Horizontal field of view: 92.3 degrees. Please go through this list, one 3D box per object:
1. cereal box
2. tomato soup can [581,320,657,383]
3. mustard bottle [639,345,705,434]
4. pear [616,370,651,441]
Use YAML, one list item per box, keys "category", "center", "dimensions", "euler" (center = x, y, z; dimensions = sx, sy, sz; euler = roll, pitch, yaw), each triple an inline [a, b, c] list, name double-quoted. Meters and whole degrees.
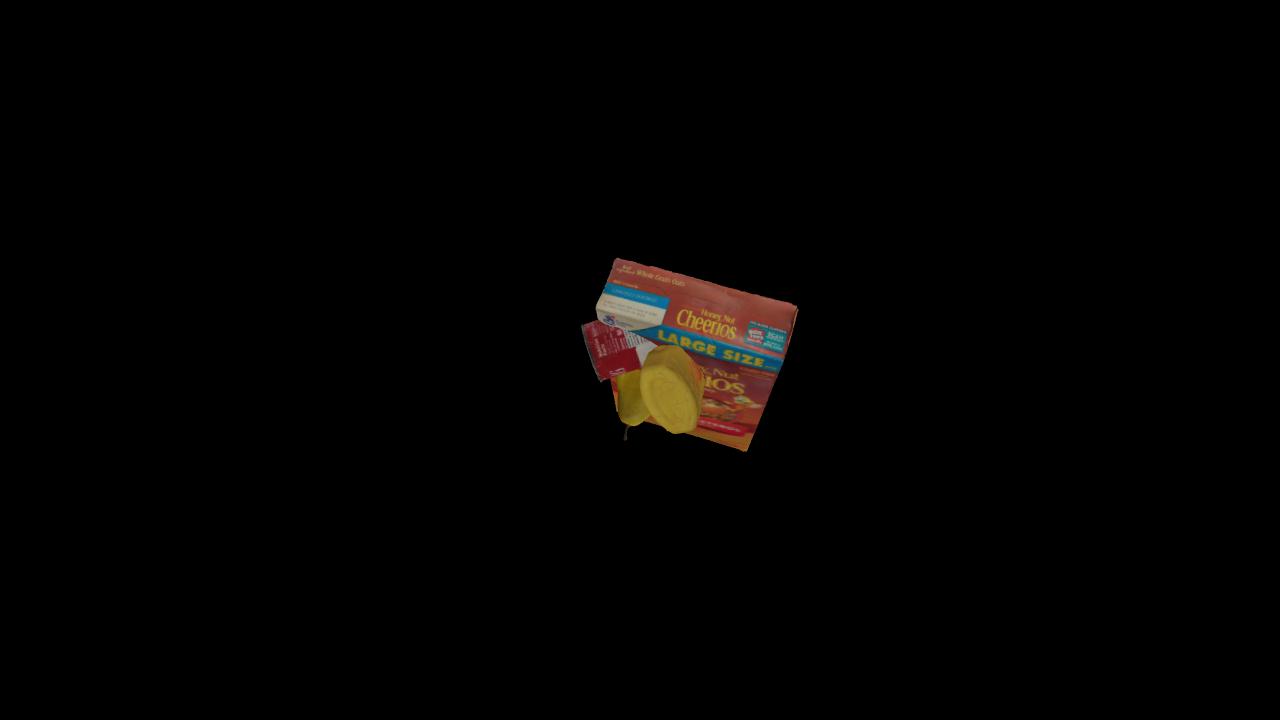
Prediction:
- category: "cereal box"
  center: [0.062, 0.010, 0.762]
  dimensions: [0.203, 0.081, 0.306]
  euler: [16, -23, 9]
- category: "tomato soup can"
  center: [-0.007, -0.023, 0.680]
  dimensions: [0.101, 0.068, 0.068]
  euler: [-19, 0, 0]
- category: "mustard bottle"
  center: [0.047, -0.008, 0.695]
  dimensions: [0.054, 0.092, 0.184]
  euler: [-20, 27, 25]
- category: "pear"
  center: [-0.003, 0.043, 0.755]
  dimensions: [0.080, 0.111, 0.080]
  euler: [31, -4, 2]
